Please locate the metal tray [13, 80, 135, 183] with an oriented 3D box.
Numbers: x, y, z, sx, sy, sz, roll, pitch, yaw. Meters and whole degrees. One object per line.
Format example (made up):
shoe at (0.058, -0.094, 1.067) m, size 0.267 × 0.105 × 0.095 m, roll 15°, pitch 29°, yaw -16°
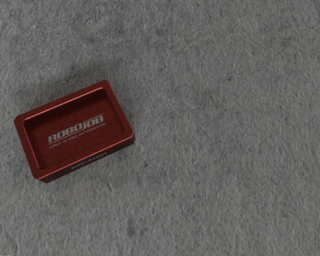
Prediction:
metal tray at (-0.109, 0.003, 0.403) m, size 0.131 × 0.030 × 0.090 m, roll -25°, pitch 72°, yaw -9°
